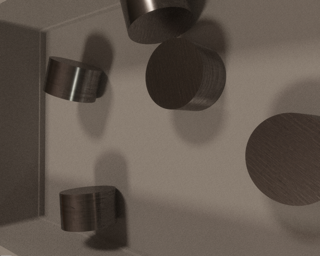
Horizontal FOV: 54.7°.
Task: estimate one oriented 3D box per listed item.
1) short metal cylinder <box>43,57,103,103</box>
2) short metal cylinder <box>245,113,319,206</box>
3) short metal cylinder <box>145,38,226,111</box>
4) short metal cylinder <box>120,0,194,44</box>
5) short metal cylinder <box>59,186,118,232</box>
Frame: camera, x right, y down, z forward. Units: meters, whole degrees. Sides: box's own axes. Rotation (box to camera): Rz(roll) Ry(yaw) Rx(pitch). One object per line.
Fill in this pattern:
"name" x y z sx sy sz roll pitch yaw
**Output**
"short metal cylinder" -0.134 -0.075 0.479 0.080 0.081 0.050 27 107 36
"short metal cylinder" 0.127 0.027 0.285 0.080 0.050 0.079 0 90 39
"short metal cylinder" 0.030 -0.061 0.365 0.080 0.050 0.079 0 90 39
"short metal cylinder" -0.005 -0.143 0.373 0.080 0.081 0.050 -22 76 37
"short metal cylinder" -0.104 0.116 0.454 0.080 0.081 0.050 -6 86 39
